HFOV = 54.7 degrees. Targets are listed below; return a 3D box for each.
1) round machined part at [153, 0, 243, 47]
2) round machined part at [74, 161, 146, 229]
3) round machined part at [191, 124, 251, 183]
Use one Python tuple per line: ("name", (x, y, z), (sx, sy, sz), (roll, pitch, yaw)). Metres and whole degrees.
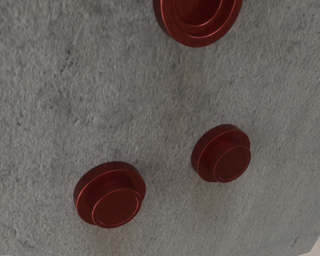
("round machined part", (0.037, -0.140, 0.331), (0.099, 0.042, 0.097), (-14, 125, -21))
("round machined part", (-0.064, 0.097, 0.423), (0.099, 0.042, 0.097), (-14, 125, -21))
("round machined part", (0.101, 0.046, 0.482), (0.099, 0.042, 0.097), (-14, 125, -21))
